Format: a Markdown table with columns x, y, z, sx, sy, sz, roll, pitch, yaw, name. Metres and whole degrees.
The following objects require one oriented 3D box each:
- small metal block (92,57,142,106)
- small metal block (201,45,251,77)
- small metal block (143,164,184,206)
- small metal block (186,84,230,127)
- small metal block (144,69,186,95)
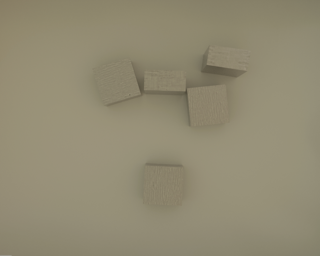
| x | y | z | sx | sy | sz | roll | pitch | yaw | name |
| --- | --- | --- | --- | --- | --- | --- | --- | --- | --- |
| -0.056 | -0.060 | 0.411 | 0.050 | 0.025 | 0.050 | -17 | 90 | -1 | small metal block |
| 0.083 | -0.085 | 0.400 | 0.050 | 0.050 | 0.025 | 8 | 90 | -1 | small metal block |
| 0.004 | 0.074 | 0.412 | 0.050 | 0.025 | 0.050 | 3 | 90 | -1 | small metal block |
| 0.062 | -0.029 | 0.412 | 0.050 | 0.025 | 0.050 | -6 | 90 | -1 | small metal block |
| 0.006 | -0.058 | 0.399 | 0.050 | 0.050 | 0.025 | 2 | 90 | -1 | small metal block |
